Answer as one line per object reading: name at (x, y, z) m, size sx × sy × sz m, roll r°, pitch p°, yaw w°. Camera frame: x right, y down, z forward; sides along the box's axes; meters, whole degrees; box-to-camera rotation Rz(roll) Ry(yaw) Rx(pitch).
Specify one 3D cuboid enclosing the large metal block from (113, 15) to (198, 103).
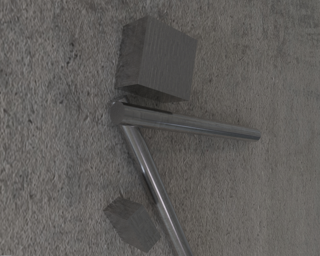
large metal block at (-0.004, -0.080, 0.385) m, size 0.081 × 0.050 × 0.080 m, roll 13°, pitch 82°, yaw -39°

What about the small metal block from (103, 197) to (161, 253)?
small metal block at (-0.033, 0.112, 0.361) m, size 0.025 × 0.050 × 0.050 m, roll -40°, pitch 115°, yaw -33°

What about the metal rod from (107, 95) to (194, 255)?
metal rod at (0.002, 0.099, 0.406) m, size 0.025 × 0.025 × 0.299 m, roll -34°, pitch 111°, yaw -35°

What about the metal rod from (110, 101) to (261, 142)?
metal rod at (0.060, -0.002, 0.436) m, size 0.302 × 0.025 × 0.025 m, roll 8°, pitch 85°, yaw -45°
